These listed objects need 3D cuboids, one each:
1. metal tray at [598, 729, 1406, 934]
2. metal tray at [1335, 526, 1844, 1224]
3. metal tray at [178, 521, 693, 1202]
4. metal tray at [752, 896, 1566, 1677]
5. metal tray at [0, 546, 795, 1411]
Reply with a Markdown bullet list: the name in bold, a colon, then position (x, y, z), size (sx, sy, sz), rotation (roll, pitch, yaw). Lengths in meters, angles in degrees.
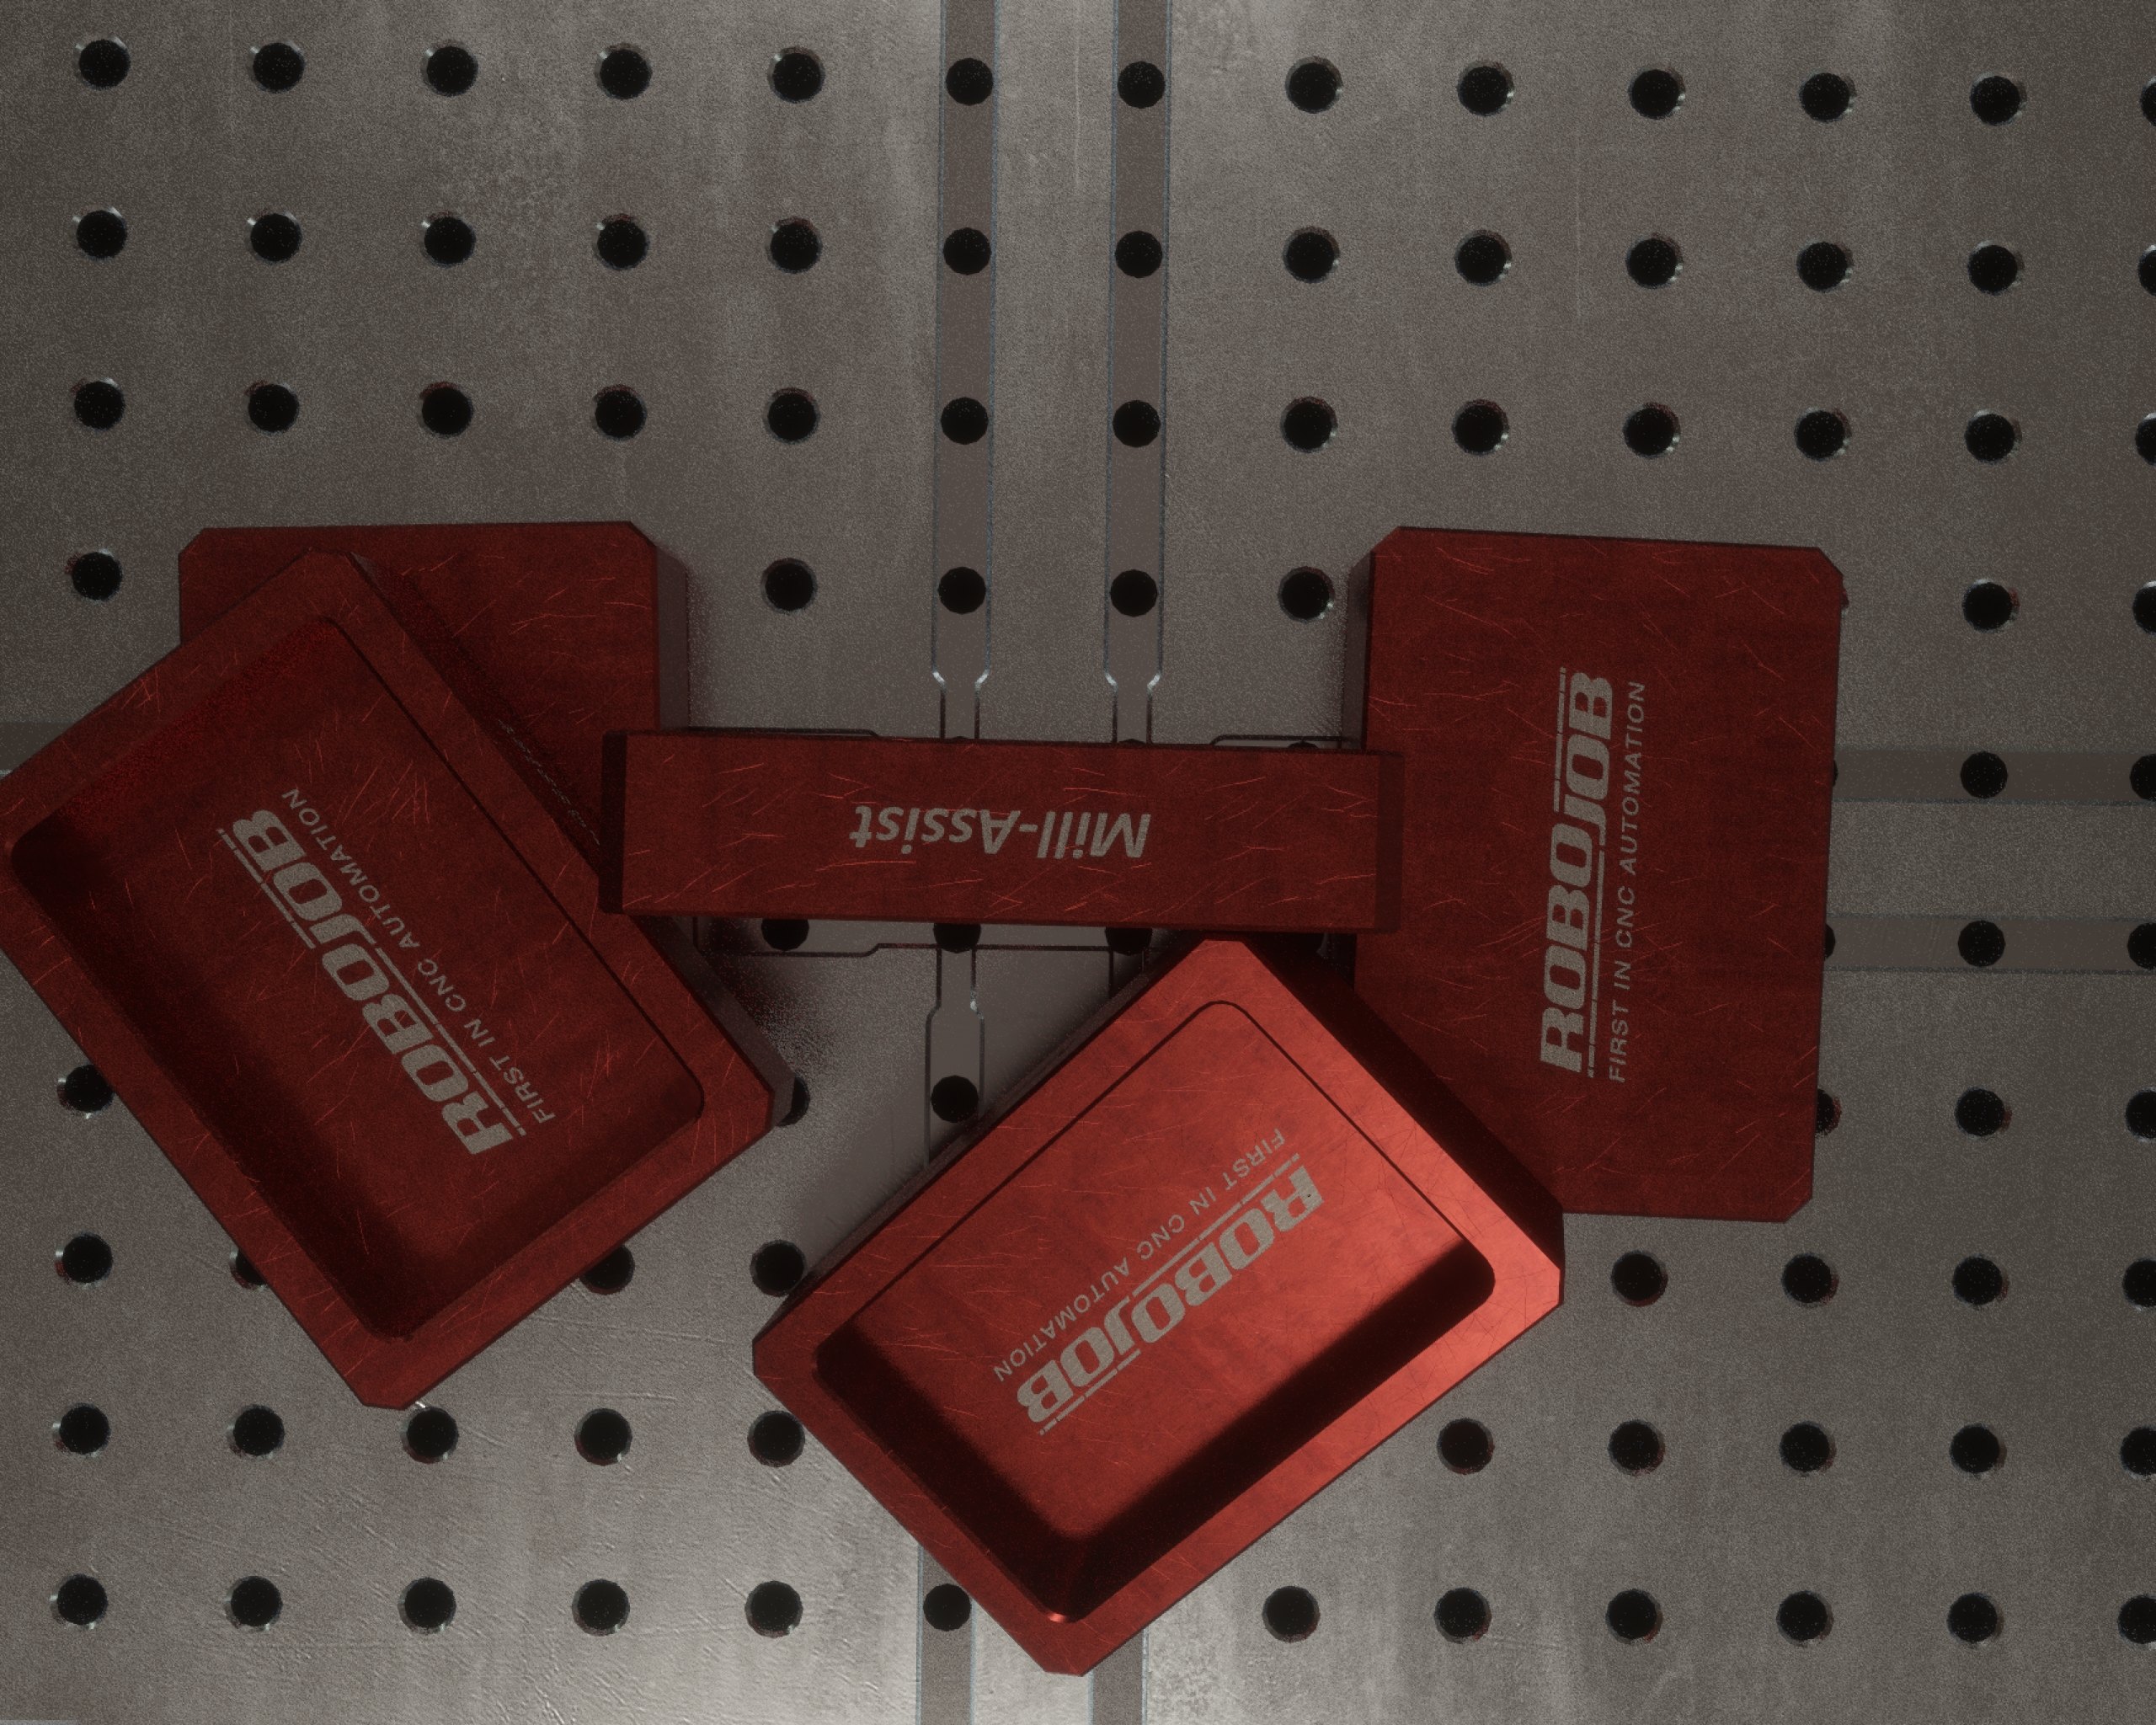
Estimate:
- **metal tray**: position (-0.012, -0.005, 0.380), size (0.131, 0.090, 0.030), rotation (2, 90, -1)
- **metal tray**: position (0.098, 0.002, 0.411), size (0.091, 0.030, 0.129), rotation (3, 90, -1)
- **metal tray**: position (-0.124, 0.000, 0.409), size (0.091, 0.030, 0.129), rotation (-1, 91, 0)
- **metal tray**: position (0.014, 0.081, 0.392), size (0.130, 0.030, 0.090), rotation (-43, 91, 17)
- **metal tray**: position (-0.126, 0.020, 0.377), size (0.090, 0.030, 0.130), rotation (-38, 91, -1)
